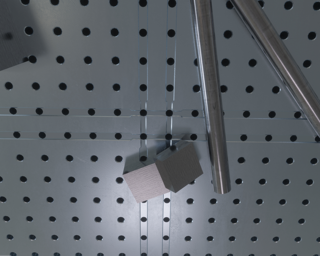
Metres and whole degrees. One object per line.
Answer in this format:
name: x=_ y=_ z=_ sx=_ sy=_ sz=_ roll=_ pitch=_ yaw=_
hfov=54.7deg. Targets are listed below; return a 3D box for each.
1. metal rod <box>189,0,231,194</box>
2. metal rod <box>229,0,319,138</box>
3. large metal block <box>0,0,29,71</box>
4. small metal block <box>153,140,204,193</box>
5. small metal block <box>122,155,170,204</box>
metal rod: x=0.065 y=-0.050 z=0.395 sx=0.025 sy=0.025 sz=0.298 roll=-9 pitch=110 yaw=3
metal rod: x=0.166 y=-0.066 z=0.390 sx=0.025 sy=0.025 sz=0.300 roll=-37 pitch=106 yaw=12
large metal block: x=-0.201 y=-0.102 z=0.344 sx=0.050 sy=0.080 sz=0.080 roll=-14 pitch=110 yaw=5
small metal block: x=0.025 y=0.051 z=0.420 sx=0.050 sy=0.025 sz=0.050 roll=-30 pitch=111 yaw=-24
small metal block: x=-0.018 y=0.072 z=0.440 sx=0.050 sy=0.025 sz=0.050 roll=-21 pitch=109 yaw=7
